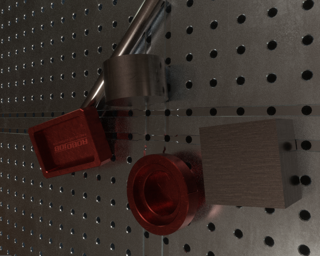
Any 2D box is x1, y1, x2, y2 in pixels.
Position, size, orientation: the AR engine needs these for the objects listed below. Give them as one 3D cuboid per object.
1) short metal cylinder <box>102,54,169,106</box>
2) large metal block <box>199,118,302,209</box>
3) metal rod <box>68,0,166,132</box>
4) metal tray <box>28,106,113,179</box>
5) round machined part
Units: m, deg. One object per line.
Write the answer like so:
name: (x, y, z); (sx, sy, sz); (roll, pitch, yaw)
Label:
short metal cylinder: (-0.031, -0.058, 0.397); (0.080, 0.081, 0.050); (-8, 85, 39)
large metal block: (0.091, 0.035, 0.317); (0.080, 0.050, 0.080); (-8, 85, 39)
metal rod: (-0.085, -0.070, 0.476); (0.298, 0.025, 0.025); (-52, 60, 27)
metal tray: (-0.146, 0.025, 0.497); (0.130, 0.030, 0.090); (-16, 94, 30)
round machined part: (0.008, 0.080, 0.390); (0.098, 0.042, 0.097); (0, 90, 39)
